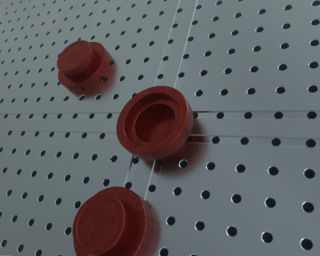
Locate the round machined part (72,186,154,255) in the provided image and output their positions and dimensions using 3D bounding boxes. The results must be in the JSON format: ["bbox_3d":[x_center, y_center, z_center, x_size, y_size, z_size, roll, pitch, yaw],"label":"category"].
[{"bbox_3d":[-0.060,0.114,0.358,0.098,0.042,0.098,-13,56,20],"label":"round machined part"}]

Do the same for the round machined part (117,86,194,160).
[{"bbox_3d":[-0.003,-0.003,0.399,0.098,0.042,0.098,-13,56,20],"label":"round machined part"}]

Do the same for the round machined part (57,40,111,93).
[{"bbox_3d":[-0.138,-0.112,0.536,0.098,0.042,0.098,-13,56,20],"label":"round machined part"}]
